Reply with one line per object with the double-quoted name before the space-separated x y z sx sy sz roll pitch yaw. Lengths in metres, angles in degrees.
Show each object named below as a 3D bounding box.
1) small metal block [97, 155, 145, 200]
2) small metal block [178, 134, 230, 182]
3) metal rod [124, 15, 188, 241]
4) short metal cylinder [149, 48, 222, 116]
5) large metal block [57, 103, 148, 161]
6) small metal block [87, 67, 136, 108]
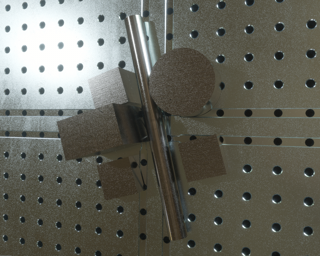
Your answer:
"small metal block" -0.054 0.069 0.431 0.050 0.025 0.050 -16 85 19
"small metal block" 0.055 0.038 0.392 0.050 0.025 0.050 -15 85 19
"metal rod" -0.006 -0.004 0.413 0.025 0.025 0.298 -13 86 19
"short metal cylinder" 0.033 -0.054 0.387 0.080 0.050 0.079 0 90 19
"large metal block" -0.072 0.005 0.406 0.080 0.080 0.050 -16 85 19
"small metal block" -0.068 -0.052 0.435 0.050 0.025 0.050 -18 84 18
